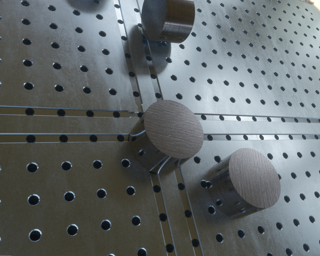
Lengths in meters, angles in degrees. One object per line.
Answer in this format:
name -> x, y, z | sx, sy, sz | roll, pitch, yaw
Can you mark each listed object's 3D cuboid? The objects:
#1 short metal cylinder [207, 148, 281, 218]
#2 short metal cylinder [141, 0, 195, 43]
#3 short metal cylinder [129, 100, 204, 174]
short metal cylinder -> 0.110, 0.073, 0.409 | 0.081, 0.050, 0.080 | 14, 56, -21
short metal cylinder -> 0.011, -0.176, 0.488 | 0.050, 0.080, 0.080 | -4, 64, -30
short metal cylinder -> 0.007, 0.011, 0.391 | 0.081, 0.050, 0.080 | 14, 56, -21
